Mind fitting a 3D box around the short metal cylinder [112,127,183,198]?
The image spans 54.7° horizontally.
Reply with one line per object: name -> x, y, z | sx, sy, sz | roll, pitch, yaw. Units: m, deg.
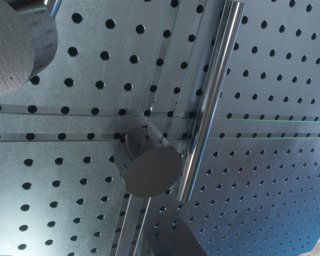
short metal cylinder -> -0.017, 0.046, 0.414 | 0.081, 0.050, 0.079 | -14, 124, -21

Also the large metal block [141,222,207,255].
large metal block -> 0.022, 0.215, 0.520 | 0.081, 0.080, 0.050 | -7, 121, -25

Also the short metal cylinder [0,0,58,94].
short metal cylinder -> -0.133, -0.074, 0.256 | 0.080, 0.050, 0.079 | 1, 117, 3

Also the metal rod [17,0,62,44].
metal rod -> -0.051, -0.208, 0.253 | 0.025, 0.025, 0.298 | 19, 109, -36

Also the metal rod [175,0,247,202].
metal rod -> 0.064, -0.019, 0.433 | 0.025, 0.025, 0.298 | -3, 120, -27
